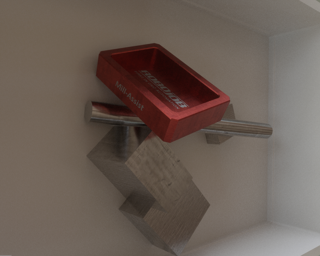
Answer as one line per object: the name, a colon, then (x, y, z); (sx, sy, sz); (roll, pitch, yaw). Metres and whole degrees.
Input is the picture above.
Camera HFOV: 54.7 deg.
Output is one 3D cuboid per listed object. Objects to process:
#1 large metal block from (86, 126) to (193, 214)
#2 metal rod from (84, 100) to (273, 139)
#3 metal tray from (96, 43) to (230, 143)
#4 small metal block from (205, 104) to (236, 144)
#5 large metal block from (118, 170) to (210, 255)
large metal block: (-0.023, 0.044, 0.353); (0.050, 0.080, 0.080); (-51, 120, -27)
metal rod: (0.047, -0.007, 0.424); (0.302, 0.025, 0.025); (5, 87, -33)
metal tray: (0.001, -0.047, 0.347); (0.091, 0.130, 0.030); (-21, 143, -38)
small metal block: (0.094, -0.007, 0.489); (0.050, 0.025, 0.050); (-25, 106, -37)
large metal block: (0.008, 0.102, 0.400); (0.080, 0.050, 0.080); (-51, 120, -28)
